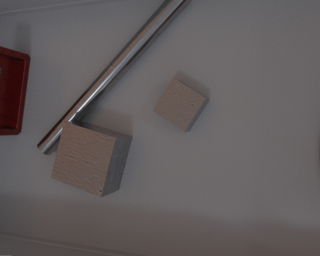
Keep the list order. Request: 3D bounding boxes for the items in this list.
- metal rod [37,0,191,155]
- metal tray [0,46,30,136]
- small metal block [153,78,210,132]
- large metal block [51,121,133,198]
[{"bbox_3d":[-0.072,-0.070,0.434,0.299,0.025,0.025,-45,77,14],"label":"metal rod"},{"bbox_3d":[-0.245,-0.055,0.460,0.030,0.090,0.129,10,93,19],"label":"metal tray"},{"bbox_3d":[0.028,-0.029,0.400,0.050,0.025,0.050,35,101,16],"label":"small metal block"},{"bbox_3d":[-0.094,0.040,0.429,0.080,0.050,0.079,16,95,19],"label":"large metal block"}]
